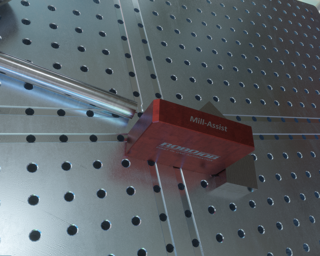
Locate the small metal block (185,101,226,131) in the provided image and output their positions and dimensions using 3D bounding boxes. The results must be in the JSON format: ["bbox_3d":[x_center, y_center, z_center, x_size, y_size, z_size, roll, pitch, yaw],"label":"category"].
[{"bbox_3d":[0.070,-0.004,0.450,0.050,0.025,0.050,47,51,4],"label":"small metal block"}]

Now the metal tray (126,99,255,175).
[{"bbox_3d":[0.035,0.016,0.376,0.131,0.090,0.030,15,56,-20],"label":"metal tray"}]

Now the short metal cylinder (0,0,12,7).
[{"bbox_3d":[-0.214,-0.186,0.371,0.080,0.080,0.050,34,51,-6],"label":"short metal cylinder"}]

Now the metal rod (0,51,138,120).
[{"bbox_3d":[-0.170,-0.071,0.359,0.302,0.025,0.025,19,54,-17],"label":"metal rod"}]

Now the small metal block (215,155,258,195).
[{"bbox_3d":[0.104,0.061,0.429,0.050,0.025,0.050,15,55,-20],"label":"small metal block"}]
